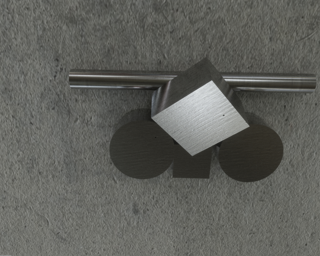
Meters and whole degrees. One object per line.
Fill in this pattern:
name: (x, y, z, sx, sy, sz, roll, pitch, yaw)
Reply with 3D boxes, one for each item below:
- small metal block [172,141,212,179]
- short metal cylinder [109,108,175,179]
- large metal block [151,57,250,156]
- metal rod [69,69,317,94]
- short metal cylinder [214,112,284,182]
small metal block: (0.043, 0.041, 0.427, 0.050, 0.025, 0.050, 2, 110, -1)
short metal cylinder: (-0.022, 0.019, 0.404, 0.081, 0.050, 0.079, 0, 110, 0)
large metal block: (0.047, -0.023, 0.371, 0.080, 0.050, 0.080, -31, 124, 24)
metal rod: (0.041, -0.059, 0.389, 0.302, 0.025, 0.025, 1, 110, -1)
short metal cylinder: (0.113, 0.024, 0.407, 0.081, 0.050, 0.079, 0, 110, 0)
